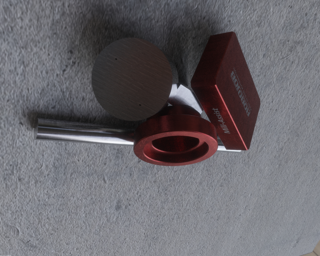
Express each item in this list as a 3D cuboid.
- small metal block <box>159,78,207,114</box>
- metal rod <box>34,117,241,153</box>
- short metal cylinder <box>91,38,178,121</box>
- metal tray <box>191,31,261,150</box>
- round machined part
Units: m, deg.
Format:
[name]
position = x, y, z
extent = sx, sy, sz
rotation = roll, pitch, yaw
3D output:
[small metal block]
position = 0.023, -0.041, 0.377
extent = 0.050, 0.050, 0.025
rotation = 26, 104, -37
[metal rod]
position = -0.006, 0.014, 0.414
extent = 0.302, 0.025, 0.025
rotation = 6, 116, -31
[short metal cylinder]
position = -0.024, -0.050, 0.323
extent = 0.080, 0.050, 0.079
rotation = 1, 98, 9
[metal tray]
position = 0.090, -0.043, 0.394
extent = 0.130, 0.030, 0.090
rotation = 54, 48, -40
[round machined part]
position = 0.018, 0.008, 0.372
extent = 0.099, 0.042, 0.098
rotation = -2, 151, -1
